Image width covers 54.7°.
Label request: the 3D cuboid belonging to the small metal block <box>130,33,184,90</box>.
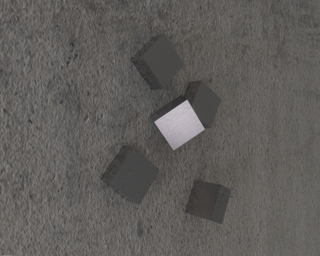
[{"bbox_3d":[-0.003,-0.086,0.402,0.050,0.025,0.050,-52,120,-27],"label":"small metal block"}]

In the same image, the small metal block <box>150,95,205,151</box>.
[{"bbox_3d":[0.023,-0.007,0.409,0.050,0.025,0.050,-34,115,-1],"label":"small metal block"}]

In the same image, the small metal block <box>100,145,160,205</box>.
[{"bbox_3d":[-0.035,0.057,0.375,0.050,0.025,0.050,48,62,-30],"label":"small metal block"}]

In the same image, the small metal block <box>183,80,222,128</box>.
[{"bbox_3d":[0.058,-0.034,0.453,0.050,0.025,0.050,36,68,-34],"label":"small metal block"}]

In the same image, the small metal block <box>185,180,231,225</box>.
[{"bbox_3d":[0.069,0.106,0.446,0.025,0.050,0.050,31,71,-36],"label":"small metal block"}]
